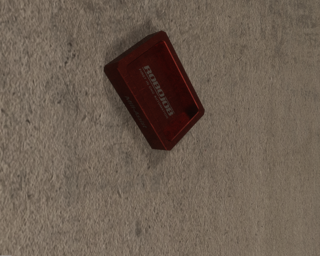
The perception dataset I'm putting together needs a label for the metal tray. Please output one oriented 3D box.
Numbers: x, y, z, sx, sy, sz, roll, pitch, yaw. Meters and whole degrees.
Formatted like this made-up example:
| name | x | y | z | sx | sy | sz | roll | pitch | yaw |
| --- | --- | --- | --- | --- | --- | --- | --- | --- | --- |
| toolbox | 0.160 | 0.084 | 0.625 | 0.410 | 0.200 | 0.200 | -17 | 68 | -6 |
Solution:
| name | x | y | z | sx | sy | sz | roll | pitch | yaw |
| --- | --- | --- | --- | --- | --- | --- | --- | --- | --- |
| metal tray | -0.001 | -0.046 | 0.401 | 0.090 | 0.030 | 0.130 | -45 | 117 | -31 |
